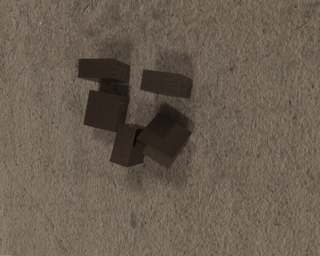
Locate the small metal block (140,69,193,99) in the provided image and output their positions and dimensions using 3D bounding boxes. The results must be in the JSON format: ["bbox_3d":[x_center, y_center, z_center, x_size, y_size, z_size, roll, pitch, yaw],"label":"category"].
[{"bbox_3d":[0.010,-0.055,0.392,0.050,0.050,0.025,11,94,19],"label":"small metal block"}]

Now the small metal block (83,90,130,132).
[{"bbox_3d":[-0.075,-0.024,0.434,0.050,0.025,0.050,13,94,19],"label":"small metal block"}]

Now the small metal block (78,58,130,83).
[{"bbox_3d":[-0.075,-0.077,0.421,0.050,0.050,0.025,4,92,19],"label":"small metal block"}]

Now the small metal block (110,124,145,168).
[{"bbox_3d":[-0.037,0.022,0.408,0.025,0.050,0.050,16,95,19],"label":"small metal block"}]

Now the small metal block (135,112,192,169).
[{"bbox_3d":[0.004,0.015,0.389,0.050,0.050,0.025,31,142,11],"label":"small metal block"}]
